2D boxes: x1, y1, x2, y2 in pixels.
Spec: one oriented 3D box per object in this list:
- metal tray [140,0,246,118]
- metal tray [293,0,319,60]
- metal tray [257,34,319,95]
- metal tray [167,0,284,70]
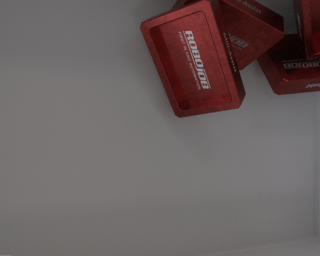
[{"bbox_3d":[0.042,-0.080,0.376,0.030,0.090,0.129,-52,126,-50],"label":"metal tray"},{"bbox_3d":[0.225,-0.151,0.397,0.090,0.130,0.030,-23,58,18],"label":"metal tray"},{"bbox_3d":[0.215,-0.097,0.452,0.131,0.030,0.090,-6,58,-12],"label":"metal tray"},{"bbox_3d":[0.081,-0.132,0.402,0.131,0.090,0.030,20,61,-19],"label":"metal tray"}]
